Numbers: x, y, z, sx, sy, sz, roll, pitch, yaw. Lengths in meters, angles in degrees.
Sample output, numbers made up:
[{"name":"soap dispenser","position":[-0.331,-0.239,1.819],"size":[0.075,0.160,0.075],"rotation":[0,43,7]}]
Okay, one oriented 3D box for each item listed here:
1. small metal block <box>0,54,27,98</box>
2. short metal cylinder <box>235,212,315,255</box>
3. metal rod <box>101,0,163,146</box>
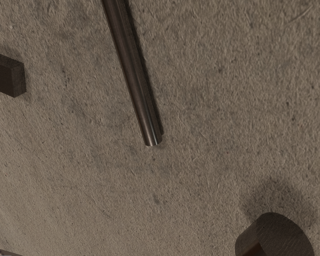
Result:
[{"name":"small metal block","position":[-0.238,-0.081,0.479],"size":[0.050,0.025,0.050],"rotation":[22,127,14]},{"name":"short metal cylinder","position":[0.143,0.155,0.391],"size":[0.080,0.080,0.050],"rotation":[32,128,7]},{"name":"metal rod","position":[-0.045,-0.113,0.359],"size":[0.025,0.025,0.298],"rotation":[-1,118,28]}]
